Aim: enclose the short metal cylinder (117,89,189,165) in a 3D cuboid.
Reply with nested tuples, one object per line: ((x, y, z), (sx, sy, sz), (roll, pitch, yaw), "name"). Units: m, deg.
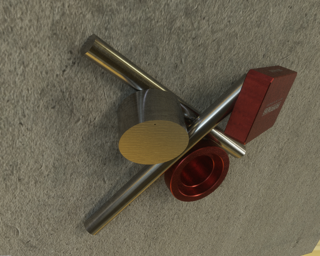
((-0.010, 0.000, 0.370), (0.081, 0.050, 0.080), (-6, 138, -5), "short metal cylinder")

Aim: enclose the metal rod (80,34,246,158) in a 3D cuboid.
((0.027, -0.024, 0.410), (0.301, 0.025, 0.025), (31, 101, -38), "metal rod")

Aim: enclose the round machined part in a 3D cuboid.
((0.050, 0.058, 0.461), (0.099, 0.042, 0.097), (-14, 124, -21), "round machined part")

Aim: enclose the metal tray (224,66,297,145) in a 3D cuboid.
((0.141, -0.036, 0.423), (0.131, 0.030, 0.089), (-19, 132, -53), "metal tray")

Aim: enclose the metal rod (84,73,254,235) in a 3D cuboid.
((0.008, 0.041, 0.416), (0.300, 0.025, 0.025), (-43, 130, 10), "metal rod")
